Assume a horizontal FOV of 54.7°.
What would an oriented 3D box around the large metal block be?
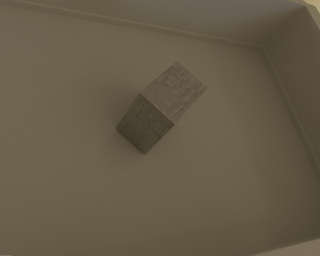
[{"bbox_3d":[0.002,-0.024,0.384,0.050,0.080,0.080,43,51,1],"label":"large metal block"}]
